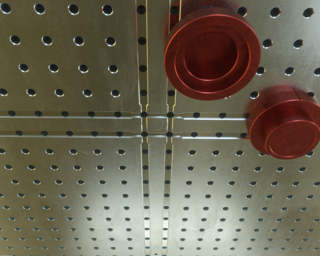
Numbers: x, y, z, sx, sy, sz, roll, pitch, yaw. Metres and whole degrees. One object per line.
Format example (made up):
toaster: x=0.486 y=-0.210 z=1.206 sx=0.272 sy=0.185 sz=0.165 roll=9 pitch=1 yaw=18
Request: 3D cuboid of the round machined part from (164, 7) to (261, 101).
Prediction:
round machined part: x=0.053 y=-0.081 z=0.332 sx=0.099 sy=0.042 sz=0.097 roll=0 pitch=130 yaw=0

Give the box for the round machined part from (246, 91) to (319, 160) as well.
round machined part: x=0.167 y=0.003 z=0.404 sx=0.099 sy=0.042 sz=0.097 roll=0 pitch=130 yaw=0
